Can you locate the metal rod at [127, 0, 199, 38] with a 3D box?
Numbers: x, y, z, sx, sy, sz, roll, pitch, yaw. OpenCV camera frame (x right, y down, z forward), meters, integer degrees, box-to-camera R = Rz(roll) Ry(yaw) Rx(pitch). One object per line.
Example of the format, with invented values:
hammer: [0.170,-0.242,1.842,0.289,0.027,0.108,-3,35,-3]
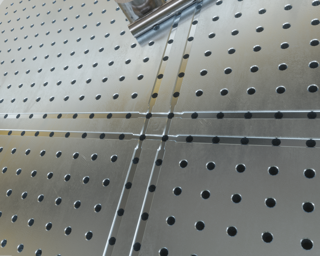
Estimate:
metal rod: [0.082,-0.236,0.508,0.301,0.025,0.025,-28,52,10]

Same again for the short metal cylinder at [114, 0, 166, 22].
short metal cylinder: [-0.036,-0.232,0.552,0.080,0.050,0.080,-13,56,20]
